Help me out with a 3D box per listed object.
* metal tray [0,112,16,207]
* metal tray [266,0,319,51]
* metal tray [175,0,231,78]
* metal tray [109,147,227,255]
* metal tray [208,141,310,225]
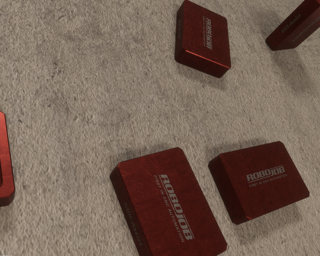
[{"bbox_3d":[-0.204,0.033,0.270,0.131,0.030,0.090,-5,64,-31],"label":"metal tray"},{"bbox_3d":[0.290,-0.212,0.626,0.091,0.129,0.030,-15,70,-34],"label":"metal tray"},{"bbox_3d":[0.074,-0.156,0.538,0.091,0.030,0.130,17,55,-19],"label":"metal tray"},{"bbox_3d":[0.009,0.093,0.350,0.091,0.030,0.130,-12,68,-33],"label":"metal tray"},{"bbox_3d":[0.141,0.072,0.435,0.131,0.030,0.090,-8,66,-32],"label":"metal tray"}]
